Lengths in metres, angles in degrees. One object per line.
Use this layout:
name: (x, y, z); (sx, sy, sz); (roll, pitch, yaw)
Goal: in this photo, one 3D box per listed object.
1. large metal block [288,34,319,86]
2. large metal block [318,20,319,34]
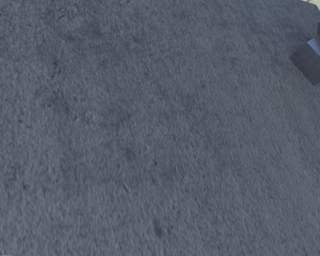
large metal block: (0.338, -0.147, 0.664); (0.081, 0.050, 0.080); (-32, 80, -38)
large metal block: (0.406, -0.206, 0.711); (0.080, 0.050, 0.080); (35, 36, -60)
